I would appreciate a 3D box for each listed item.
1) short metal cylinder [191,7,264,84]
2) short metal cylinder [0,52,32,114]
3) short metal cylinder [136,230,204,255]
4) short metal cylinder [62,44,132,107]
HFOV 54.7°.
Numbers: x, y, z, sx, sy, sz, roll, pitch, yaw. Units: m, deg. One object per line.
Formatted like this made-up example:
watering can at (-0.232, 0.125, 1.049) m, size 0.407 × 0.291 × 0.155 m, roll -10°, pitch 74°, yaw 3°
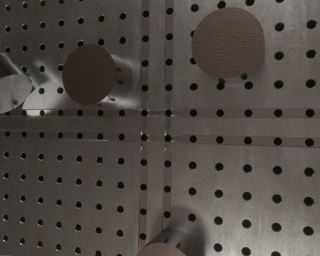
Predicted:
short metal cylinder at (0.083, -0.095, 0.370) m, size 0.080 × 0.050 × 0.079 m, roll 0°, pitch 90°, yaw 19°
short metal cylinder at (-0.244, -0.067, 0.467) m, size 0.050 × 0.080 × 0.080 m, roll 46°, pitch 104°, yaw 14°
short metal cylinder at (0.012, 0.177, 0.394) m, size 0.080 × 0.050 × 0.079 m, roll 0°, pitch 90°, yaw 19°
short metal cylinder at (-0.085, -0.070, 0.428) m, size 0.080 × 0.050 × 0.079 m, roll 0°, pitch 90°, yaw 19°
